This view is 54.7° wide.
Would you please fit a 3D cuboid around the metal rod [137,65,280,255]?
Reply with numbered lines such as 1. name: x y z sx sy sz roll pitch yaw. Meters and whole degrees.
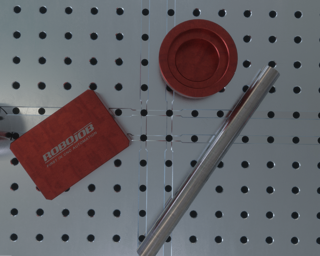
1. metal rod: 0.064 0.047 0.413 0.025 0.025 0.299 35 90 0

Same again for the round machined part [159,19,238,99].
1. round machined part: 0.048 -0.087 0.405 0.099 0.042 0.097 0 90 0

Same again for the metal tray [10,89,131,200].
1. metal tray: -0.115 0.021 0.410 0.130 0.030 0.090 -35 90 0

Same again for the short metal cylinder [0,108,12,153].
1. short metal cylinder: -0.244 0.004 0.399 0.081 0.050 0.079 0 90 0
